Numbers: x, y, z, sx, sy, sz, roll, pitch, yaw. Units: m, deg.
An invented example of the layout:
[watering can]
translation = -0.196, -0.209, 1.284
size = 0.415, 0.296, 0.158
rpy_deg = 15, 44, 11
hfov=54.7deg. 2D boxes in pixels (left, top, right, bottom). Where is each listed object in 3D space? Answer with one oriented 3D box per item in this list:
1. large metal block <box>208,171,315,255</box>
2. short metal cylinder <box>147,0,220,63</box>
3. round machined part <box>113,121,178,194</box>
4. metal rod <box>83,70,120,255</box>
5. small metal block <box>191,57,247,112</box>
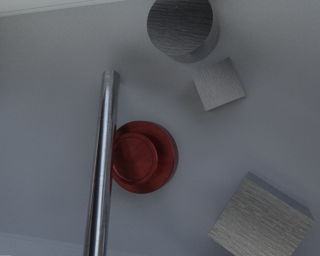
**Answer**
[large metal block]
translation = 0.115, 0.109, 0.357
size = 0.080, 0.050, 0.080
rpy_deg = 33, 100, 16
[short metal cylinder]
translation = 0.030, -0.125, 0.386
size = 0.080, 0.050, 0.079
rpy_deg = 0, 90, 19
[round machined part]
translation = -0.028, 0.039, 0.411
size = 0.098, 0.042, 0.097
rpy_deg = 0, 90, 19
[metal rod]
translation = -0.069, 0.059, 0.368
size = 0.025, 0.025, 0.299
rpy_deg = -10, 61, 19
[small metal block]
translation = 0.074, -0.053, 0.384
size = 0.050, 0.025, 0.050
rpy_deg = -22, 83, 18
